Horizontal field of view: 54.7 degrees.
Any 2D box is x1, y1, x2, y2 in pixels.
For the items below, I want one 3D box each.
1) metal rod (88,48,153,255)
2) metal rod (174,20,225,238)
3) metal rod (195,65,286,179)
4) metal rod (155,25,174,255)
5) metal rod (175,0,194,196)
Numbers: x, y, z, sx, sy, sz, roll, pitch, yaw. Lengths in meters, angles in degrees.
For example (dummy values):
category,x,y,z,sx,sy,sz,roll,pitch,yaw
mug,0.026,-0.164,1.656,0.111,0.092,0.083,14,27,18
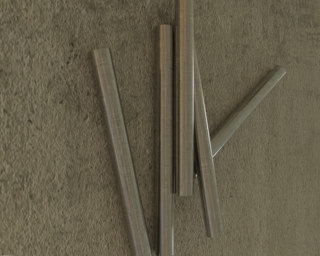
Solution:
category,x,y,z,sx,sy,sz,roll,pitch,yaw
metal rod,-0.041,0.058,0.370,0.025,0.025,0.298,-18,101,-39
metal rod,0.053,-0.003,0.425,0.025,0.025,0.298,-6,87,-40
metal rod,0.135,-0.023,0.517,0.302,0.025,0.025,-42,116,-32
metal rod,0.006,0.017,0.409,0.025,0.025,0.298,0,90,-40
metal rod,0.032,-0.063,0.404,0.025,0.025,0.298,-1,91,-40
